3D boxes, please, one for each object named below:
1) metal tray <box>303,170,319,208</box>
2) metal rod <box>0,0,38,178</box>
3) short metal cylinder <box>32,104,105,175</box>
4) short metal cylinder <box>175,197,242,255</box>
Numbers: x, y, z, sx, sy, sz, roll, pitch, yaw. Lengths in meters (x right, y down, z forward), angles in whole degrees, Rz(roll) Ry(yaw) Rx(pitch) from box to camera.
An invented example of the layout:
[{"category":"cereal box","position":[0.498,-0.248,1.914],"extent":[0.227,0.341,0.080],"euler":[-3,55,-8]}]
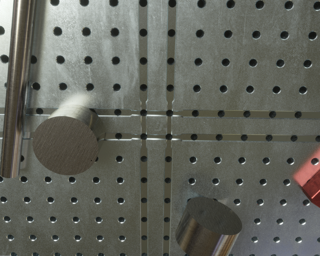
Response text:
[{"category":"metal tray","position":[0.283,0.072,0.439],"extent":[0.090,0.030,0.129],"euler":[34,107,-12]},{"category":"metal rod","position":[-0.175,-0.072,0.385],"extent":[0.025,0.025,0.298],"euler":[13,110,-5]},{"category":"short metal cylinder","position":[-0.116,0.014,0.404],"extent":[0.081,0.050,0.079],"euler":[0,110,0]},{"category":"short metal cylinder","position":[0.068,0.142,0.437],"extent":[0.080,0.080,0.050],"euler":[17,109,-6]}]
